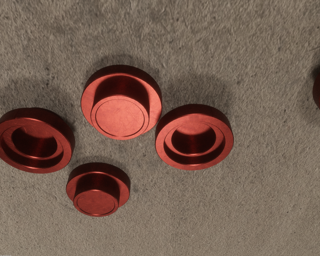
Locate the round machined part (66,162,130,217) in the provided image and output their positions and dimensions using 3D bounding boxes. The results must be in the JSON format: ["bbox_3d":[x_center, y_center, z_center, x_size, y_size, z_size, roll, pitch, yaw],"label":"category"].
[{"bbox_3d":[-0.097,0.102,0.481,0.099,0.042,0.097,-1,130,0],"label":"round machined part"}]

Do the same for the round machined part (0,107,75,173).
[{"bbox_3d":[-0.160,0.012,0.404,0.099,0.042,0.097,-1,130,0],"label":"round machined part"}]

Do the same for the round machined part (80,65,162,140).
[{"bbox_3d":[-0.047,-0.023,0.375,0.099,0.042,0.097,-1,130,0],"label":"round machined part"}]

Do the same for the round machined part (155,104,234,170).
[{"bbox_3d":[0.043,0.007,0.403,0.099,0.042,0.097,-1,130,0],"label":"round machined part"}]

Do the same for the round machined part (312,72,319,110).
[{"bbox_3d":[0.225,-0.054,0.354,0.099,0.042,0.097,-1,130,0],"label":"round machined part"}]
